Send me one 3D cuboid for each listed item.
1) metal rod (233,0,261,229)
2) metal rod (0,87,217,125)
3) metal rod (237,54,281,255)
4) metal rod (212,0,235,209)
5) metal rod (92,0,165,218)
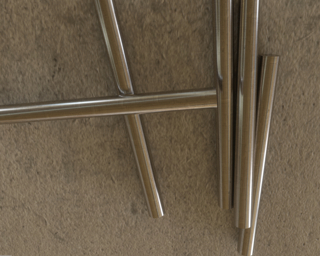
[{"bbox_3d":[0.110,-0.008,0.397,0.025,0.025,0.298,-3,106,0],"label":"metal rod"},{"bbox_3d":[-0.084,-0.025,0.377,0.301,0.025,0.025,-4,110,9],"label":"metal rod"},{"bbox_3d":[0.134,0.051,0.430,0.025,0.025,0.298,0,110,-1],"label":"metal rod"},{"bbox_3d":[0.084,-0.028,0.400,0.025,0.025,0.298,-5,110,1],"label":"metal rod"},{"bbox_3d":[-0.035,-0.012,0.404,0.025,0.025,0.298,-11,110,4],"label":"metal rod"}]
